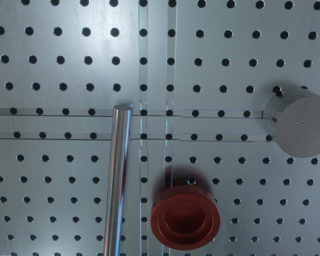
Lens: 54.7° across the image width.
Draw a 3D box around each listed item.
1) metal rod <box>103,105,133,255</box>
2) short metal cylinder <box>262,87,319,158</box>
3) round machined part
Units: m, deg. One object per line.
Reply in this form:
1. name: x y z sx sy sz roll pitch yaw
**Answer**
1. metal rod: -0.066 0.112 0.453 0.025 0.025 0.298 6 110 -3
2. short metal cylinder: 0.180 -0.008 0.398 0.081 0.050 0.079 0 110 0
3. round machined part: 0.036 0.125 0.451 0.099 0.042 0.097 0 110 0
